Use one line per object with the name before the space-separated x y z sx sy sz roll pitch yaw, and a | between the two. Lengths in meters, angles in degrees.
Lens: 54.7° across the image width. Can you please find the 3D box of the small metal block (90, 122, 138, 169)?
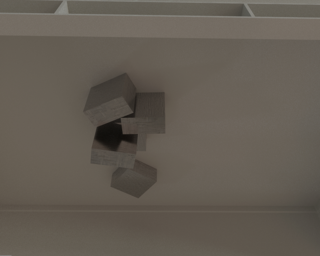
small metal block | -0.054 0.020 0.376 0.050 0.050 0.025 8 130 -7

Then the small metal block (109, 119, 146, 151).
small metal block | -0.044 0.004 0.412 0.050 0.025 0.050 0 130 -1

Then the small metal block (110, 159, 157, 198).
small metal block | -0.040 0.076 0.473 0.050 0.025 0.050 29 124 -22

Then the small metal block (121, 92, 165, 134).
small metal block | -0.019 -0.019 0.376 0.050 0.050 0.025 -1 131 0

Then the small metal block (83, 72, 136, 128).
small metal block | -0.057 -0.033 0.364 0.050 0.050 0.025 -20 127 16
